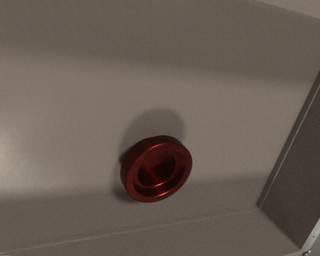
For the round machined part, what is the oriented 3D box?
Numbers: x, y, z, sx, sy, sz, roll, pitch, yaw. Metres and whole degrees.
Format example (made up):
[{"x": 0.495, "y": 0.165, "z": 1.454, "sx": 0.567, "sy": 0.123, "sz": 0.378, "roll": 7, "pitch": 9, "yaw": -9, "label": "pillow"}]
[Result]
[{"x": -0.008, "y": 0.052, "z": 0.427, "sx": 0.099, "sy": 0.042, "sz": 0.097, "roll": -14, "pitch": 125, "yaw": -21, "label": "round machined part"}]
